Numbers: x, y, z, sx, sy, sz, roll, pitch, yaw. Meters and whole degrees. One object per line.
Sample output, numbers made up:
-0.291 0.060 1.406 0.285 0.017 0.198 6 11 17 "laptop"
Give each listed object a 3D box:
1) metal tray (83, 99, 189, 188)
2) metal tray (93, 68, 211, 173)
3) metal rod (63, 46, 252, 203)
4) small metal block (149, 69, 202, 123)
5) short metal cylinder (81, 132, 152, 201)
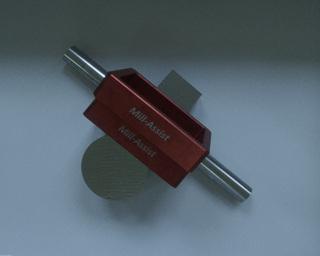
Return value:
-0.024 0.014 0.377 0.130 0.090 0.030 39 90 -1 "metal tray"
-0.002 -0.015 0.352 0.130 0.090 0.030 39 107 -1 "metal tray"
-0.003 -0.005 0.411 0.300 0.025 0.025 39 90 -1 "metal rod"
0.019 -0.041 0.410 0.050 0.025 0.050 41 90 -1 "small metal block"
-0.052 0.045 0.391 0.080 0.050 0.079 1 97 5 "short metal cylinder"
